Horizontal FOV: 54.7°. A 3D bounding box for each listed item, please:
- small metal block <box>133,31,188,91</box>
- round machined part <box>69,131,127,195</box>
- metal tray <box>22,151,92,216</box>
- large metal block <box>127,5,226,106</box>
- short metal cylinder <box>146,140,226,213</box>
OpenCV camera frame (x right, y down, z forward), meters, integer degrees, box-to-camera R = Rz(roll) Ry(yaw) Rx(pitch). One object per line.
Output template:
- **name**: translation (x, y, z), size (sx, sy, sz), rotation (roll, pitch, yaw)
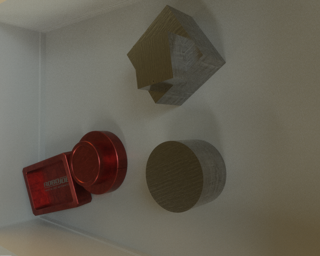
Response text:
- **small metal block**: translation (-0.001, -0.072, 0.341), size (0.050, 0.025, 0.050), rotation (-11, 83, 39)
- **round machined part**: translation (-0.100, 0.053, 0.472), size (0.098, 0.042, 0.097), rotation (-1, 89, 36)
- **metal tray**: translation (-0.182, 0.098, 0.539), size (0.130, 0.030, 0.090), rotation (-20, 84, 34)
- **large metal block**: translation (0.017, -0.084, 0.375), size (0.080, 0.050, 0.080), rotation (-44, 64, 31)
- **short metal cylinder**: translation (0.030, 0.054, 0.364), size (0.080, 0.050, 0.079), rotation (0, 90, 39)
